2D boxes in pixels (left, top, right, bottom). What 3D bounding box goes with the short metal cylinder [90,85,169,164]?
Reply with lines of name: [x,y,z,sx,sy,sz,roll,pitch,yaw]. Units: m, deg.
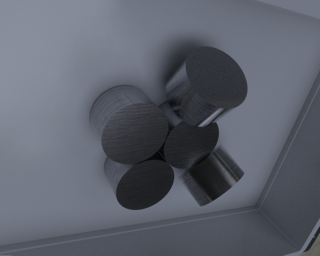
short metal cylinder: [-0.037,-0.004,0.368,0.081,0.050,0.079,-14,125,-21]

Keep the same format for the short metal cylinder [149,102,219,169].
short metal cylinder: [0.031,0.007,0.413,0.081,0.050,0.079,-14,125,-21]

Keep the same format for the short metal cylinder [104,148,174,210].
short metal cylinder: [-0.028,0.062,0.414,0.081,0.050,0.079,-14,125,-21]

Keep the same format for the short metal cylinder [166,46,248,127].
short metal cylinder: [0.054,-0.048,0.363,0.081,0.080,0.050,-3,158,-27]

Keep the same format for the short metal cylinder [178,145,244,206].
short metal cylinder: [0.074,0.068,0.448,0.080,0.050,0.080,-37,174,-4]
